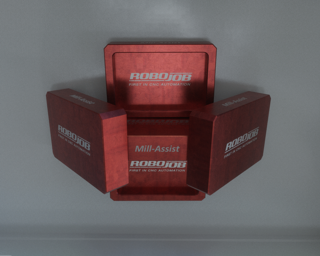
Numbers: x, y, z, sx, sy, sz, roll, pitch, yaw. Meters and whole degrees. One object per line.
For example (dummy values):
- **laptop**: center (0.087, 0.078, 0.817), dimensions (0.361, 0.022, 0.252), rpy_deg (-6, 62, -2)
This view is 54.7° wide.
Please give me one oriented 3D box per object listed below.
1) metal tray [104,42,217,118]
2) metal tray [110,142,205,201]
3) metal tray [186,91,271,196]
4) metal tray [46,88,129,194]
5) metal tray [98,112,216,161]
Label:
- **metal tray**: center (0.001, -0.060, 0.384), dimensions (0.131, 0.030, 0.089), rpy_deg (0, 111, -1)
- **metal tray**: center (-0.003, 0.054, 0.425), dimensions (0.131, 0.030, 0.089), rpy_deg (0, 110, -1)
- **metal tray**: center (0.084, 0.012, 0.365), dimensions (0.030, 0.131, 0.089), rpy_deg (18, 116, 39)
- **metal tray**: center (-0.088, 0.010, 0.363), dimensions (0.030, 0.130, 0.089), rpy_deg (-17, 116, -39)
- **metal tray**: center (-0.004, 0.007, 0.377), dimensions (0.131, 0.090, 0.030), rpy_deg (0, 110, -1)
